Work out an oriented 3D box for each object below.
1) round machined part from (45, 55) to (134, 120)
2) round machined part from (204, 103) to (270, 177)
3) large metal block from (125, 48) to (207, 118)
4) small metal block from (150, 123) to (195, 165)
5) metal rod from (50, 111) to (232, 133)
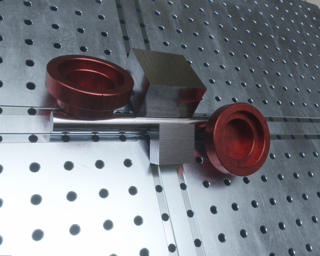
[{"bbox_3d":[-0.083,-0.046,0.364,0.099,0.042,0.098,14,31,-8],"label":"round machined part"},{"bbox_3d":[0.101,0.016,0.426,0.099,0.042,0.097,2,86,-28],"label":"round machined part"},{"bbox_3d":[0.003,-0.060,0.415,0.081,0.050,0.080,1,43,-28],"label":"large metal block"},{"bbox_3d":[0.016,0.019,0.392,0.050,0.025,0.050,1,90,-28],"label":"small metal block"},{"bbox_3d":[0.012,-0.006,0.419,0.303,0.025,0.025,0,62,-28],"label":"metal rod"}]
